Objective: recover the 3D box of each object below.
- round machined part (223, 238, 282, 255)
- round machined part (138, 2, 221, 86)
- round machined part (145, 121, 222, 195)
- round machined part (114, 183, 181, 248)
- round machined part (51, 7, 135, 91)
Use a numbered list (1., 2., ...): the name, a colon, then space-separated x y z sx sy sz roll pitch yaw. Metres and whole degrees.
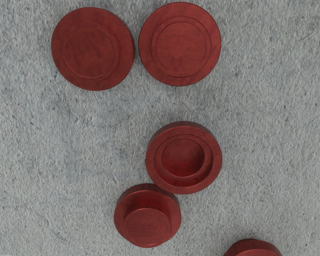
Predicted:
1. round machined part: 0.141 0.212 0.480 0.099 0.042 0.097 0 110 0
2. round machined part: 0.023 -0.097 0.365 0.099 0.042 0.097 0 110 0
3. round machined part: 0.030 0.036 0.414 0.099 0.042 0.097 0 110 0
4. round machined part: -0.018 0.133 0.450 0.099 0.042 0.097 0 110 0
5. round machined part: -0.080 -0.091 0.366 0.099 0.042 0.097 0 110 0
